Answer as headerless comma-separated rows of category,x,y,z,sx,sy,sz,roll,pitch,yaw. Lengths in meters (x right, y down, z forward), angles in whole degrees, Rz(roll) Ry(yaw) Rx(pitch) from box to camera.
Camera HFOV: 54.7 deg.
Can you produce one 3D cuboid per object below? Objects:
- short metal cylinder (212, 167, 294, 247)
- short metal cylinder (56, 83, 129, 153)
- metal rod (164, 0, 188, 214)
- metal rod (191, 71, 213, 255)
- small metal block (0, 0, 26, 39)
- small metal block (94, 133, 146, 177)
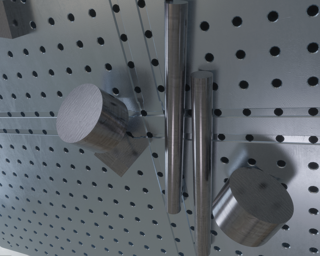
short metal cylinder,0.111,0.094,0.376,0.080,0.080,0.050,29,128,9
short metal cylinder,-0.088,-0.012,0.407,0.080,0.080,0.050,-9,156,32
metal rod,0.019,-0.004,0.399,0.025,0.025,0.298,13,124,21
metal rod,0.058,0.068,0.422,0.025,0.025,0.298,9,123,23
small metal block,-0.221,-0.155,0.432,0.050,0.025,0.050,13,124,21
small metal block,-0.057,0.034,0.446,0.050,0.050,0.025,40,129,1
